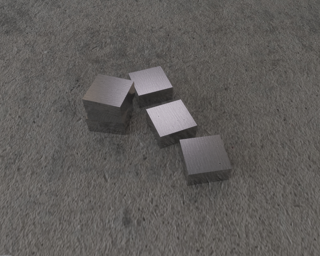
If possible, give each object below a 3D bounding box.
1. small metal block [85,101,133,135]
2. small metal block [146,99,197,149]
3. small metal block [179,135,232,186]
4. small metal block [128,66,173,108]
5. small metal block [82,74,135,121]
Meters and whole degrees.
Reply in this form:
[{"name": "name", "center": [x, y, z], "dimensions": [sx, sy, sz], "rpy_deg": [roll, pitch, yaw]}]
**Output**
[{"name": "small metal block", "center": [-0.067, -0.020, 0.419], "dimensions": [0.050, 0.025, 0.050], "rpy_deg": [7, 50, 5]}, {"name": "small metal block", "center": [0.014, -0.006, 0.408], "dimensions": [0.050, 0.025, 0.050], "rpy_deg": [-17, 52, -14]}, {"name": "small metal block", "center": [0.053, 0.038, 0.372], "dimensions": [0.050, 0.025, 0.050], "rpy_deg": [-7, 50, -6]}, {"name": "small metal block", "center": [-0.014, -0.061, 0.454], "dimensions": [0.050, 0.025, 0.050], "rpy_deg": [-16, 52, -13]}, {"name": "small metal block", "center": [-0.065, -0.041, 0.405], "dimensions": [0.050, 0.025, 0.050], "rpy_deg": [13, 51, 10]}]
